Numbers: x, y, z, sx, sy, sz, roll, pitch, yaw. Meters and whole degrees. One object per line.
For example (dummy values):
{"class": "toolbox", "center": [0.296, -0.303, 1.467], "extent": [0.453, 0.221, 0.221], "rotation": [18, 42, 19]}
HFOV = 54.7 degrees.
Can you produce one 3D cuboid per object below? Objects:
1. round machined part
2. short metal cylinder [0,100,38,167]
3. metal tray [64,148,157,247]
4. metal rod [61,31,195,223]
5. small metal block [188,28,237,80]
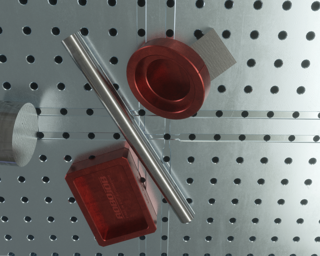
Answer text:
{"class": "round machined part", "center": [0.013, -0.061, 0.366], "extent": [0.098, 0.042, 0.097], "rotation": [18, 136, 19]}
{"class": "short metal cylinder", "center": [-0.191, 0.006, 0.384], "extent": [0.050, 0.080, 0.079], "rotation": [5, 110, -2]}
{"class": "metal tray", "center": [-0.067, 0.102, 0.447], "extent": [0.090, 0.030, 0.129], "rotation": [-18, 109, 6]}
{"class": "metal rod", "center": [-0.033, 0.012, 0.417], "extent": [0.025, 0.025, 0.299], "rotation": [-28, 108, 9]}
{"class": "small metal block", "center": [0.057, -0.087, 0.382], "extent": [0.050, 0.025, 0.050], "rotation": [-36, 107, 12]}
